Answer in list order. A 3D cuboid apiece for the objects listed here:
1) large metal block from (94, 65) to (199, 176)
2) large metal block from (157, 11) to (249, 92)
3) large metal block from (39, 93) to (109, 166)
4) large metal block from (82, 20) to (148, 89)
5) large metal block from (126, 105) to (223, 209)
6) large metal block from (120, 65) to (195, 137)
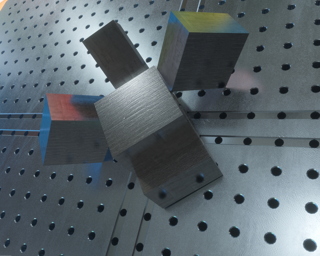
[{"bbox_3d":[-0.016,-0.008,0.341,0.080,0.050,0.080,-32,52,6],"label":"large metal block"},{"bbox_3d":[0.050,-0.094,0.385,0.081,0.080,0.050,-7,47,-24],"label":"large metal block"},{"bbox_3d":[-0.111,0.003,0.411,0.050,0.081,0.080,62,140,39],"label":"large metal block"},{"bbox_3d":[-0.059,-0.104,0.449,0.050,0.080,0.080,-33,12,7],"label":"large metal block"},{"bbox_3d":[0.014,0.034,0.364,0.080,0.050,0.080,-31,50,7],"label":"large metal block"},{"bbox_3d":[-0.013,-0.023,0.415,0.080,0.050,0.080,-33,51,6],"label":"large metal block"}]
